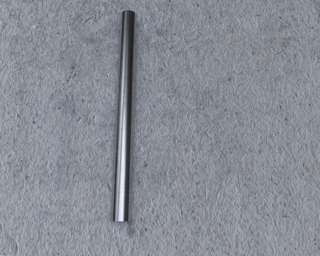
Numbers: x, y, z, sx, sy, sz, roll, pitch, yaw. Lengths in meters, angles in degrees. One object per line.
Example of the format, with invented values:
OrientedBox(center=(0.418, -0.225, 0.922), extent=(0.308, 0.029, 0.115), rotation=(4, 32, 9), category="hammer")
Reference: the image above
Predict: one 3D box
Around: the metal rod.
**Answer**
OrientedBox(center=(-0.047, -0.029, 0.418), extent=(0.025, 0.025, 0.299), rotation=(0, 70, 0), category="metal rod")
